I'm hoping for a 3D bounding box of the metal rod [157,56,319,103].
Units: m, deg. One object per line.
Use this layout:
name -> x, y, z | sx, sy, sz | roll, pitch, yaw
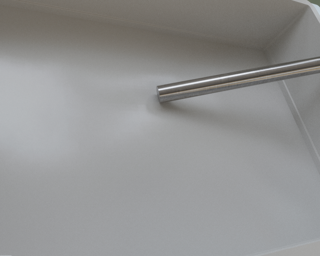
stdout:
metal rod -> 0.144, -0.076, 0.454 | 0.302, 0.025, 0.025 | -11, 66, -7
